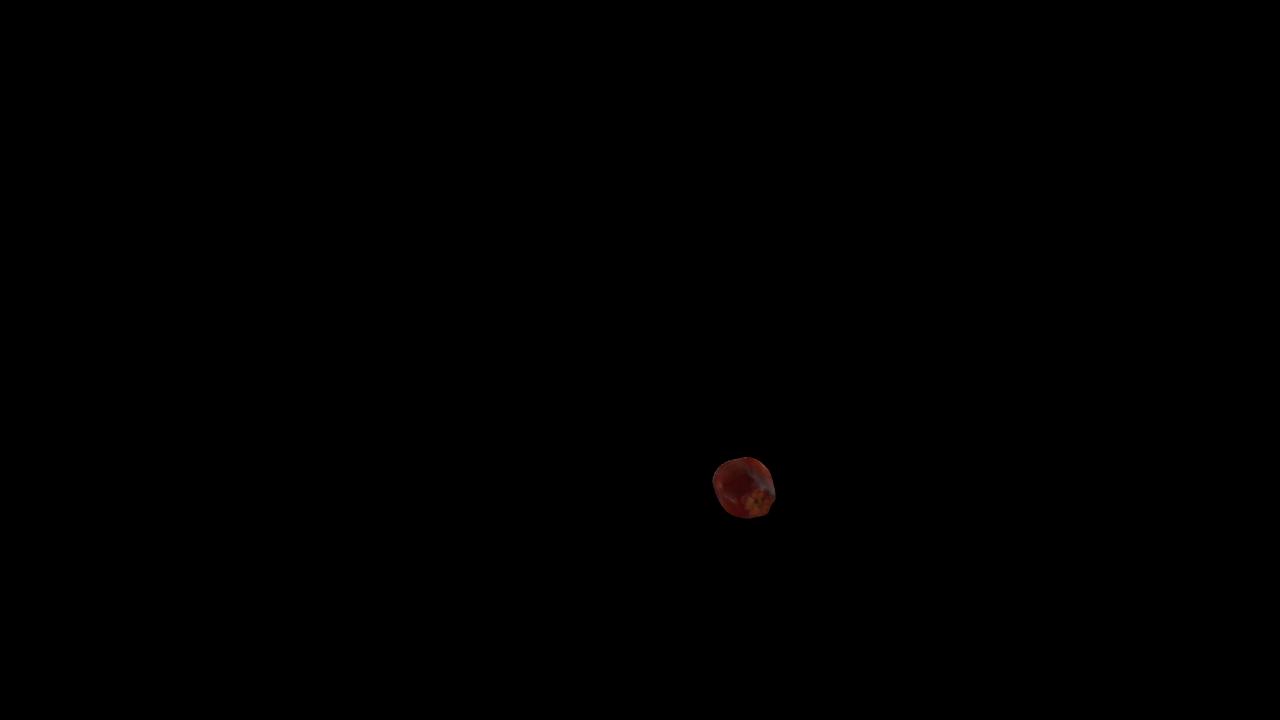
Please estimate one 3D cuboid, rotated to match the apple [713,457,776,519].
[{"bbox_3d":[0.136,0.166,0.803,0.079,0.079,0.093,0,17,-10],"label":"apple"}]
